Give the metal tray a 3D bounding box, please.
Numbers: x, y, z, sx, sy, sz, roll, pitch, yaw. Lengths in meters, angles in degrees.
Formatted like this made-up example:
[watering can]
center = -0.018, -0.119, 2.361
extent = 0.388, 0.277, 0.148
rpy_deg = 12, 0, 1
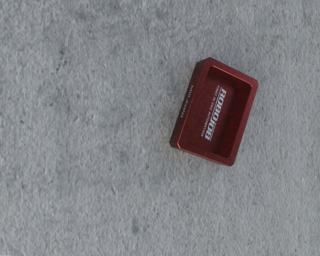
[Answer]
[metal tray]
center = 0.077, -0.021, 0.434
extent = 0.090, 0.030, 0.130
rpy_deg = 21, 83, -19
